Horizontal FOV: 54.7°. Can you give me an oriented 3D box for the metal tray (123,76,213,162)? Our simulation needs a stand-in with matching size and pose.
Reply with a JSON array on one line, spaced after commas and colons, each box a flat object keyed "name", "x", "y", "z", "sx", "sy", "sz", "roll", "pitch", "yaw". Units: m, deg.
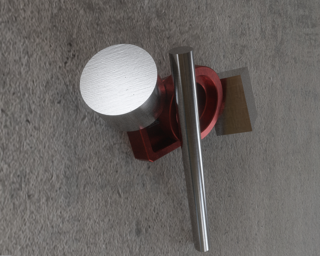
[{"name": "metal tray", "x": 0.013, "y": -0.021, "z": 0.416, "sx": 0.131, "sy": 0.030, "sz": 0.089, "roll": -26, "pitch": 107, "yaw": -37}]

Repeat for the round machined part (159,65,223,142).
[{"name": "round machined part", "x": 0.033, "y": -0.032, "z": 0.393, "sx": 0.099, "sy": 0.042, "sz": 0.097, "roll": -19, "pitch": 118, "yaw": -39}]

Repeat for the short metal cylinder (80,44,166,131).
[{"name": "short metal cylinder", "x": -0.037, "y": -0.042, "z": 0.332, "sx": 0.050, "sy": 0.080, "sz": 0.080, "roll": 60, "pitch": 46, "yaw": -68}]

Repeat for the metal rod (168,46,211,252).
[{"name": "metal rod", "x": 0.042, "y": 0.048, "z": 0.387, "sx": 0.025, "sy": 0.025, "sz": 0.298, "roll": -34, "pitch": 128, "yaw": -35}]

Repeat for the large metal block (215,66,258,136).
[{"name": "large metal block", "x": 0.109, "y": -0.042, "z": 0.462, "sx": 0.080, "sy": 0.050, "sz": 0.080, "roll": -41, "pitch": 118, "yaw": -61}]
